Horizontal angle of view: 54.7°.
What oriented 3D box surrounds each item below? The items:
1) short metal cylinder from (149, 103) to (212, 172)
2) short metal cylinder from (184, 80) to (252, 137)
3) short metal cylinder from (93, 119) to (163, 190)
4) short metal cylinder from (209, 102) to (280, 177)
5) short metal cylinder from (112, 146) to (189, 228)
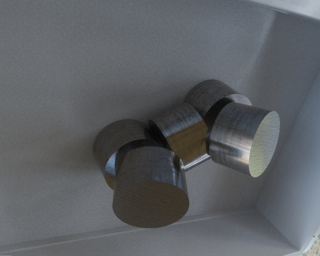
[{"bbox_3d":[0.026,0.014,0.396,0.050,0.080,0.080,-27,128,-12],"label":"short metal cylinder"},{"bbox_3d":[0.077,-0.019,0.423,0.081,0.050,0.079,-14,125,-21],"label":"short metal cylinder"},{"bbox_3d":[-0.038,0.036,0.393,0.081,0.050,0.079,-14,125,-21],"label":"short metal cylinder"},{"bbox_3d":[0.103,0.013,0.372,0.081,0.050,0.079,-24,123,-44],"label":"short metal cylinder"},{"bbox_3d":[-0.010,0.067,0.344,0.081,0.050,0.079,-2,129,-2],"label":"short metal cylinder"}]
